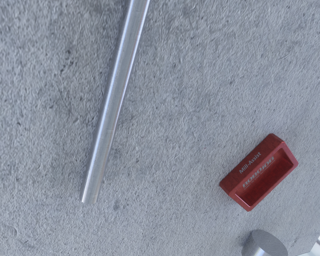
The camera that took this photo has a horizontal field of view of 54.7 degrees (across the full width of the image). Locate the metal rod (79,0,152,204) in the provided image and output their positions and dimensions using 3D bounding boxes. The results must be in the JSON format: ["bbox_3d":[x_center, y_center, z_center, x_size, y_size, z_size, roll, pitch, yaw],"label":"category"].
[{"bbox_3d":[-0.052,-0.037,0.356,0.025,0.025,0.298,4,117,-31],"label":"metal rod"}]

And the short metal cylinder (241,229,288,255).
[{"bbox_3d":[0.222,0.264,0.660,0.081,0.080,0.050,10,114,-33],"label":"short metal cylinder"}]

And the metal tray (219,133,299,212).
[{"bbox_3d":[0.179,0.082,0.554,0.130,0.030,0.090,-45,130,3],"label":"metal tray"}]
